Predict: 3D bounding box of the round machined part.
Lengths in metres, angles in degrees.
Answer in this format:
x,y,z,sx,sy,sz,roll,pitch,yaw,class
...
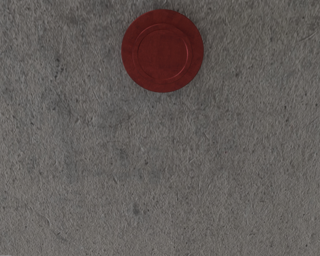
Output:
x,y,z,sx,sy,sz,roll,pitch,yaw,class
0.003,-0.089,0.368,0.099,0.042,0.097,0,110,0,round machined part
